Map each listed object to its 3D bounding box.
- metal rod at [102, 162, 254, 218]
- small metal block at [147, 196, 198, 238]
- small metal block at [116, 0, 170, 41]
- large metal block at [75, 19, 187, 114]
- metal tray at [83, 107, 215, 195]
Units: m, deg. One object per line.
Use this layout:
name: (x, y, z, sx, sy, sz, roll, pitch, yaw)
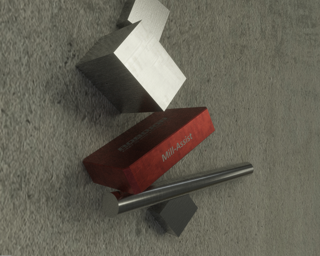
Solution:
metal rod: (0.050, 0.074, 0.420, 0.302, 0.025, 0.025, -2, 91, -49)
small metal block: (0.019, 0.111, 0.423, 0.050, 0.025, 0.050, -49, 119, -29)
small metal block: (-0.020, -0.139, 0.389, 0.050, 0.025, 0.050, 30, 72, -36)
large metal block: (-0.032, -0.062, 0.343, 0.080, 0.080, 0.050, 48, 61, -30)
metal tray: (-0.011, 0.019, 0.354, 0.131, 0.090, 0.030, -36, 112, -35)
